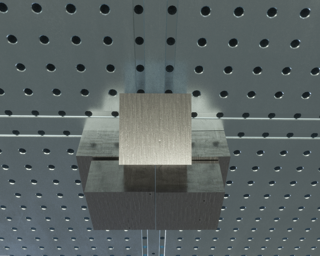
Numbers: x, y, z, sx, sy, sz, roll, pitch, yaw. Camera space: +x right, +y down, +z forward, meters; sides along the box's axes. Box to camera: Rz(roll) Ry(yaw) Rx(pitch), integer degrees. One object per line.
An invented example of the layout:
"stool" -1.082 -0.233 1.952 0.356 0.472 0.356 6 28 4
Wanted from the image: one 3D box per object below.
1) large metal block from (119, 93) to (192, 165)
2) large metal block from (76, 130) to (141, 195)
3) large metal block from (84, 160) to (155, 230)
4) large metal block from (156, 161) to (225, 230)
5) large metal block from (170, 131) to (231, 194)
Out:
"large metal block" -0.005 0.002 0.370 0.081 0.050 0.080 0 88 -1
"large metal block" -0.068 0.050 0.438 0.081 0.050 0.079 1 130 -2
"large metal block" -0.047 0.087 0.400 0.081 0.050 0.079 0 130 -1
"large metal block" 0.035 0.089 0.403 0.081 0.050 0.079 0 130 -1
"large metal block" 0.050 0.051 0.439 0.081 0.050 0.079 -1 130 0
